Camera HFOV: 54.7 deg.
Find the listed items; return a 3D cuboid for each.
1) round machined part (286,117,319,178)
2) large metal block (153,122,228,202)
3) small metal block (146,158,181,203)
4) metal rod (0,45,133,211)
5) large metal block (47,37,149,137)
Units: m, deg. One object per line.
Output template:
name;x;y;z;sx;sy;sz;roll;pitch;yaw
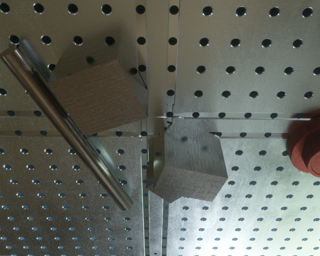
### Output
round machined part;0.233;0.032;0.430;0.099;0.042;0.097;0;130;0
large metal block;0.037;0.045;0.414;0.081;0.080;0.050;13;129;-11
small metal block;0.007;0.075;0.459;0.025;0.050;0.050;-37;121;27
metal rod;-0.110;0.022;0.428;0.025;0.025;0.299;-17;129;13
large metal block;-0.066;-0.045;0.356;0.080;0.050;0.080;-16;129;13
